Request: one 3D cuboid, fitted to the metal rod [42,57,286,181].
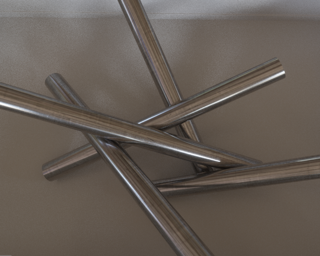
[{"bbox_3d":[-0.005,-0.005,0.362,0.301,0.025,0.025,-24,71,11],"label":"metal rod"}]

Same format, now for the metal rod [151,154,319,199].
[{"bbox_3d":[0.131,0.048,0.335,0.301,0.025,0.025,-12,69,19],"label":"metal rod"}]

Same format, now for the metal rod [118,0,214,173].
[{"bbox_3d":[-0.002,-0.075,0.377,0.025,0.025,0.299,-25,95,-9],"label":"metal rod"}]

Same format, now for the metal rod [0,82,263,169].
[{"bbox_3d":[-0.017,0.010,0.339,0.302,0.025,0.025,17,70,-17],"label":"metal rod"}]

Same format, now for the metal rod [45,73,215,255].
[{"bbox_3d":[-0.049,0.030,0.334,0.025,0.025,0.300,-37,59,-12],"label":"metal rod"}]
